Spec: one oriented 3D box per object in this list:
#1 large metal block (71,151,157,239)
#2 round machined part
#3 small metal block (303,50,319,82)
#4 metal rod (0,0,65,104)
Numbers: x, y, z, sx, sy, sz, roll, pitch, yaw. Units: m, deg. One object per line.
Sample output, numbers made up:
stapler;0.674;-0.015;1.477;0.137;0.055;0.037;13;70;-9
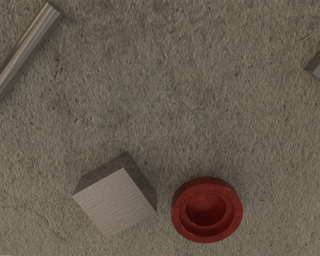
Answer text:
large metal block;-0.059;0.092;0.430;0.080;0.050;0.080;-30;108;10
round machined part;0.065;0.111;0.442;0.099;0.042;0.097;0;110;0
small metal block;0.219;-0.077;0.383;0.050;0.025;0.050;32;107;-12
metal rod;-0.219;-0.033;0.395;0.025;0.025;0.299;39;105;-13
